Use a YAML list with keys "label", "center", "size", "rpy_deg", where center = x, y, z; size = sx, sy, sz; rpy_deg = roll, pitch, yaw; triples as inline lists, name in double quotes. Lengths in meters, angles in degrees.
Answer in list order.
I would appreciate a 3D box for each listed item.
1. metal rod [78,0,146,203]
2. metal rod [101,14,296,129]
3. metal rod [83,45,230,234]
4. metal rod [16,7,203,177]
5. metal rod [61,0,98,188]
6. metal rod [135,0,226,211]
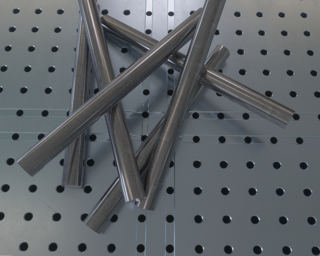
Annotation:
- label: "metal rod"
  center: [-0.068, -0.053, 0.403]
  size: [0.025, 0.025, 0.299]
  rpy_deg: [-14, 71, -5]
- label: "metal rod"
  center: [0.035, -0.085, 0.419]
  size: [0.300, 0.025, 0.025]
  rpy_deg: [32, 73, 20]
- label: "metal rod"
  center: [0.005, 0.003, 0.410]
  size: [0.025, 0.025, 0.300]
  rpy_deg: [33, 73, 11]
- label: "metal rod"
  center: [-0.042, -0.055, 0.378]
  size: [0.025, 0.025, 0.301]
  rpy_deg: [42, 71, 13]
- label: "metal rod"
  center: [-0.110, -0.068, 0.435]
  size: [0.025, 0.025, 0.299]
  rpy_deg: [0, 70, 0]
- label: "metal rod"
  center: [0.030, -0.045, 0.386]
  size: [0.025, 0.025, 0.299]
  rpy_deg: [19, 87, 7]
